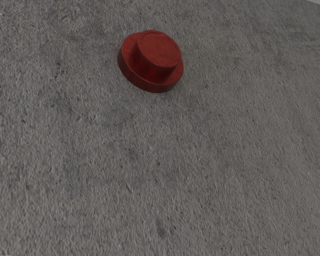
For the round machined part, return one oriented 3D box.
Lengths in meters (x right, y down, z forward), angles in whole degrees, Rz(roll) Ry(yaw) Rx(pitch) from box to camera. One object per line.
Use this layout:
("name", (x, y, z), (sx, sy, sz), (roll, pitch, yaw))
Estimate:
("round machined part", (-0.008, -0.103, 0.451), (0.099, 0.042, 0.098), (13, 56, -21))
